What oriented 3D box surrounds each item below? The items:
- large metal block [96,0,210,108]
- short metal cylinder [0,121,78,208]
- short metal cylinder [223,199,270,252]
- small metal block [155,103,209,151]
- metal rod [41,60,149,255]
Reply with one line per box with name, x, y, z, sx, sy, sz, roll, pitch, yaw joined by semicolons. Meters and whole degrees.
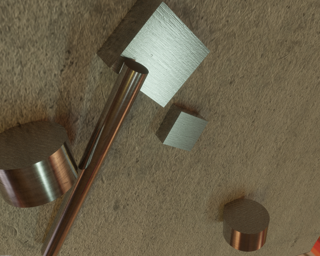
large metal block;-0.007;-0.082;0.337;0.080;0.050;0.080;34;99;-39
short metal cylinder;-0.131;0.035;0.322;0.081;0.080;0.050;-18;126;-18
short metal cylinder;0.157;0.177;0.570;0.081;0.080;0.050;-18;126;-18
small metal block;0.030;0.000;0.425;0.050;0.025;0.050;18;109;-36
metal rod;-0.087;0.057;0.360;0.025;0.025;0.298;10;124;-33
